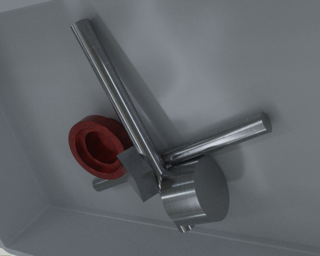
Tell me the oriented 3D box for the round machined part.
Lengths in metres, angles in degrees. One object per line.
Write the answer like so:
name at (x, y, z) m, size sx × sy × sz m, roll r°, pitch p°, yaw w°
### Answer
round machined part at (-0.080, 0.024, 0.451) m, size 0.098 × 0.042 × 0.097 m, roll 13°, pitch 124°, yaw 20°

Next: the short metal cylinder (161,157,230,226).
short metal cylinder at (0.046, 0.082, 0.396) m, size 0.050 × 0.080 × 0.080 m, roll -21°, pitch 107°, yaw 36°

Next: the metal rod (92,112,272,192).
metal rod at (0.007, 0.044, 0.429) m, size 0.299 × 0.025 × 0.025 m, roll -25°, pitch 105°, yaw 36°

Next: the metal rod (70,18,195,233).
metal rod at (-0.030, 0.003, 0.400) m, size 0.025 × 0.025 × 0.299 m, roll -21°, pitch 101°, yaw 35°

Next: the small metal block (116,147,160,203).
small metal block at (-0.029, 0.060, 0.405) m, size 0.050 × 0.025 × 0.050 m, roll 44°, pitch 157°, yaw 41°
